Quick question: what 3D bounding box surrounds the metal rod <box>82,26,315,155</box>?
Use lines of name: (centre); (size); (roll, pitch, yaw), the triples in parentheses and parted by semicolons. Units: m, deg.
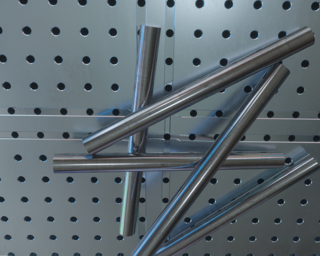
metal rod: (0.045, -0.044, 0.379); (0.301, 0.025, 0.025); (-27, 108, 2)

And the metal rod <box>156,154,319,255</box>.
metal rod: (0.097, 0.131, 0.463); (0.300, 0.025, 0.025); (-35, 107, 11)

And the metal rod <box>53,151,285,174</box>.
metal rod: (0.018, 0.044, 0.409); (0.302, 0.025, 0.025); (0, 110, -9)

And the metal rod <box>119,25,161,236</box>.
metal rod: (-0.030, 0.017, 0.419); (0.025, 0.025, 0.298); (7, 110, -3)

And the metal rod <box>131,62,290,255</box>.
metal rod: (0.063, 0.045, 0.390); (0.025, 0.025, 0.299); (37, 90, -13)
